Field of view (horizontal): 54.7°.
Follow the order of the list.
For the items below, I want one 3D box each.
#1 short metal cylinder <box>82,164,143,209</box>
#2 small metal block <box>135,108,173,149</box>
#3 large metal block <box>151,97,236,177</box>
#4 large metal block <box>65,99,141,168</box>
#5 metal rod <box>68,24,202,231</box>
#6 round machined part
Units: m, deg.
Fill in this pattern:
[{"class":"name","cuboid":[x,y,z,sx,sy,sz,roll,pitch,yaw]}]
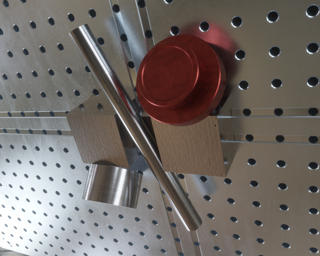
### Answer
[{"class":"short metal cylinder","cuboid":[-0.070,0.087,0.458,0.080,0.050,0.080,9,164,3]},{"class":"small metal block","cuboid":[-0.010,0.001,0.418,0.050,0.025,0.050,1,119,28]},{"class":"large metal block","cuboid":[0.043,0.010,0.379,0.080,0.050,0.080,1,119,27]},{"class":"large metal block","cuboid":[-0.074,0.006,0.439,0.080,0.050,0.080,2,120,27]},{"class":"metal rod","cuboid":[-0.023,0.011,0.397,0.025,0.025,0.299,-19,109,35]},{"class":"round machined part","cuboid":[0.016,-0.052,0.328,0.098,0.042,0.097,-4,82,27]}]
